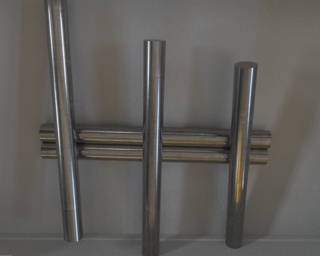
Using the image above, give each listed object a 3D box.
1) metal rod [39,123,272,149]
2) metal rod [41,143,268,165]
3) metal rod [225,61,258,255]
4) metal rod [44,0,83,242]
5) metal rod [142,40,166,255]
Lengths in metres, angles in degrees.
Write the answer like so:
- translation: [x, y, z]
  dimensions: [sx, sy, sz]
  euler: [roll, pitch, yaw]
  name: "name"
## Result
- translation: [-0.005, 0.011, 0.414]
  dimensions: [0.302, 0.025, 0.025]
  euler: [2, 110, -1]
  name: "metal rod"
- translation: [-0.006, 0.034, 0.423]
  dimensions: [0.302, 0.025, 0.025]
  euler: [2, 110, -1]
  name: "metal rod"
- translation: [0.104, 0.061, 0.410]
  dimensions: [0.025, 0.025, 0.298]
  euler: [-4, 119, 1]
  name: "metal rod"
- translation: [-0.117, 0.000, 0.383]
  dimensions: [0.025, 0.025, 0.298]
  euler: [-1, 102, 0]
  name: "metal rod"
- translation: [-0.010, 0.041, 0.399]
  dimensions: [0.025, 0.025, 0.298]
  euler: [1, 110, -1]
  name: "metal rod"
